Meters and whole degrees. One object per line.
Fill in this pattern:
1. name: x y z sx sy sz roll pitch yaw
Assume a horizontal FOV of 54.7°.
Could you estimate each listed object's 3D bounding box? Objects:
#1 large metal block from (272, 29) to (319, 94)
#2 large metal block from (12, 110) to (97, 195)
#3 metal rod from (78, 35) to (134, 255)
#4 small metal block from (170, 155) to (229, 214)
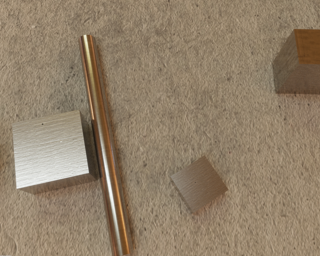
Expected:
1. large metal block: 0.205 -0.085 0.412 0.080 0.080 0.050 1 70 0
2. large metal block: -0.128 0.031 0.383 0.081 0.050 0.080 -12 71 -5
3. metal rod: -0.075 0.008 0.404 0.025 0.025 0.299 -12 70 -4
4. small metal block: 0.047 0.070 0.383 0.050 0.025 0.050 -30 73 -11
